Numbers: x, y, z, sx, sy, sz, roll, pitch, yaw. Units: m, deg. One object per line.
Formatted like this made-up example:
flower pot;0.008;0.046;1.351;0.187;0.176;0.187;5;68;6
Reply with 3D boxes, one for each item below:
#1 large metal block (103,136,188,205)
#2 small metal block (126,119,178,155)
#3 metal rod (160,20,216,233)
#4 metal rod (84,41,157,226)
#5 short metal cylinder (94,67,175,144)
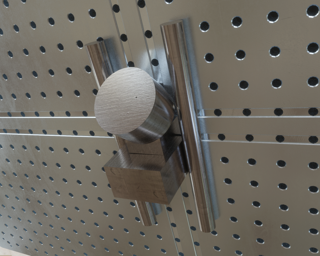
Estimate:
large metal block;-0.013;0.051;0.411;0.080;0.080;0.050;1;119;28
small metal block;-0.010;0.010;0.406;0.050;0.050;0.025;1;119;27
metal rod;0.042;0.017;0.400;0.025;0.025;0.298;2;119;27
metal rod;-0.050;0.024;0.452;0.025;0.025;0.298;1;119;28
short metal cylinder;-0.030;-0.025;0.368;0.080;0.050;0.080;-8;71;25
